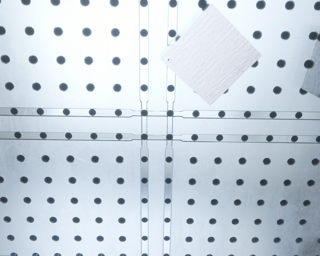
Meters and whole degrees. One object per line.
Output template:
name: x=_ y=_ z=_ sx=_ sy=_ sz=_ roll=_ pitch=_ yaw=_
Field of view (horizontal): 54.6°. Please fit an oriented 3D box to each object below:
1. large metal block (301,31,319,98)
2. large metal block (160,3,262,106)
large metal block: x=0.232 y=-0.075 z=0.374 sx=0.080 sy=0.050 sz=0.079 roll=8 pitch=110 yaw=-3
large metal block: x=0.057 y=-0.087 z=0.368 sx=0.080 sy=0.050 sz=0.080 roll=41 pitch=105 yaw=-14
